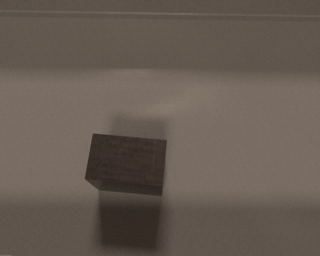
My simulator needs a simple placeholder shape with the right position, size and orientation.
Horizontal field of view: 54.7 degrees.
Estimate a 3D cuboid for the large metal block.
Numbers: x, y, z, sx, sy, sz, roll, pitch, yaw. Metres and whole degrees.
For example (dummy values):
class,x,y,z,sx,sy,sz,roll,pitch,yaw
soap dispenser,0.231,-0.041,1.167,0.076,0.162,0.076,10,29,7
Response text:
class,x,y,z,sx,sy,sz,roll,pitch,yaw
large metal block,-0.035,0.046,0.363,0.080,0.080,0.050,5,70,1
